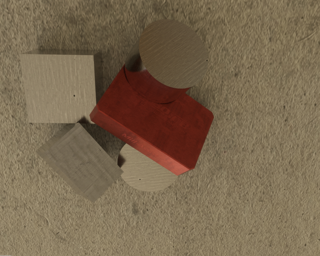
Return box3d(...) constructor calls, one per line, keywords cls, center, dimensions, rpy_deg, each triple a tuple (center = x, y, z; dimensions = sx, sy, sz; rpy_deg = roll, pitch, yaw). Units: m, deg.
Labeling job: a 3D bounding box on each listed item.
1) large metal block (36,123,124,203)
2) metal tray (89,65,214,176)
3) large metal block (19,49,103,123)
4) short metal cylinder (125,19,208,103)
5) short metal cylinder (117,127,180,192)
box3d(cls="large metal block", center=(-0.103, 0.042, 0.389), dimensions=(0.050, 0.080, 0.080), rpy_deg=(-46, 108, -22))
box3d(cls="metal tray", center=(-0.005, -0.014, 0.372), dimensions=(0.130, 0.090, 0.030), rpy_deg=(34, 146, -12))
box3d(cls="large metal block", center=(-0.114, -0.052, 0.375), dimensions=(0.081, 0.050, 0.079), rpy_deg=(1, 110, -1))
box3d(cls="short metal cylinder", center=(0.006, -0.073, 0.350), dimensions=(0.081, 0.050, 0.080), rpy_deg=(6, 74, -22))
box3d(cls="short metal cylinder", center=(-0.013, 0.037, 0.412), dimensions=(0.081, 0.050, 0.079), rpy_deg=(0, 110, 0))
